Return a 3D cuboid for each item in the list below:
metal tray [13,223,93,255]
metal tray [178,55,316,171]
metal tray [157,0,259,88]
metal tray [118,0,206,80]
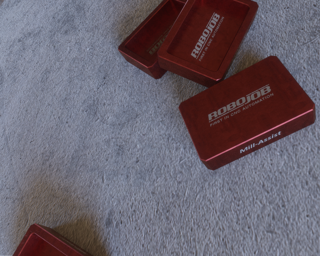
[{"bbox_3d":[-0.123,0.178,0.355,0.130,0.030,0.090,15,69,34],"label":"metal tray"},{"bbox_3d":[0.096,-0.018,0.361,0.130,0.030,0.090,-27,52,11],"label":"metal tray"},{"bbox_3d":[0.065,-0.126,0.419,0.090,0.030,0.130,25,75,11],"label":"metal tray"},{"bbox_3d":[0.007,-0.146,0.486,0.130,0.030,0.090,-47,51,-5],"label":"metal tray"}]
